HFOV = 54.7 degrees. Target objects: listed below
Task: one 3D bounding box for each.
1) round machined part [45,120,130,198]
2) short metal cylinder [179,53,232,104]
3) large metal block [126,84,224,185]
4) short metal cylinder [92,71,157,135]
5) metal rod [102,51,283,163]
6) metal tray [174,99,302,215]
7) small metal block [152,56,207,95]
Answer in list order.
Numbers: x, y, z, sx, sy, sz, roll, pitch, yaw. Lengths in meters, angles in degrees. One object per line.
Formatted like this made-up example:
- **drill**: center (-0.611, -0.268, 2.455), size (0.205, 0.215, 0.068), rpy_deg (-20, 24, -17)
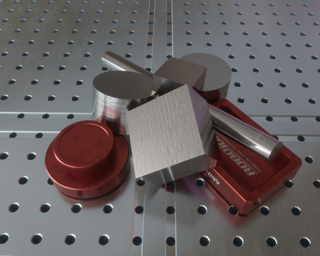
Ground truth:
- **round machined part**: center (-0.086, 0.029, 0.366), size (0.099, 0.042, 0.098), rpy_deg (0, 50, 0)
- **short metal cylinder**: center (0.057, -0.062, 0.440), size (0.081, 0.050, 0.080), rpy_deg (0, 50, 0)
- **large metal block**: center (0.015, 0.010, 0.344), size (0.080, 0.050, 0.080), rpy_deg (-23, 62, 24)
- **short metal cylinder**: center (-0.046, -0.035, 0.401), size (0.081, 0.050, 0.080), rpy_deg (7, 33, -4)
- **metal rod**: center (0.018, -0.043, 0.407), size (0.025, 0.025, 0.300), rpy_deg (-35, 49, -26)
- **metal tray**: center (0.089, 0.028, 0.376), size (0.091, 0.030, 0.130), rpy_deg (-29, 56, -23)
- **small metal block**: center (0.025, -0.060, 0.385), size (0.050, 0.025, 0.050), rpy_deg (21, 45, 17)
